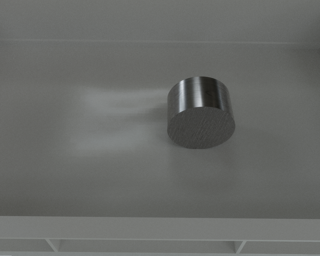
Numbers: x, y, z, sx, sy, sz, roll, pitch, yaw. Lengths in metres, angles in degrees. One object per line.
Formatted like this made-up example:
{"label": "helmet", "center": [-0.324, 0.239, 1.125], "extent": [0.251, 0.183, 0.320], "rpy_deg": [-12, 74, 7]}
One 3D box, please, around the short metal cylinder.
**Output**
{"label": "short metal cylinder", "center": [0.049, -0.017, 0.385], "extent": [0.081, 0.080, 0.050], "rpy_deg": [1, 50, 0]}
